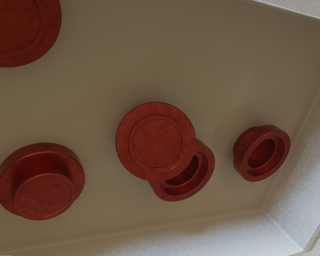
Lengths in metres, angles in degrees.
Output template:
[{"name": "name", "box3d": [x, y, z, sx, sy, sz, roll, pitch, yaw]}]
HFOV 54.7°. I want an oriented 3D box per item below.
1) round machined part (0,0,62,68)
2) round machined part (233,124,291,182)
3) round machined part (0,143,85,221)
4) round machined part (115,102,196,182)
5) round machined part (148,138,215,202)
[{"name": "round machined part", "box3d": [-0.134, -0.098, 0.263, 0.099, 0.042, 0.097, -14, 124, -21]}, {"name": "round machined part", "box3d": [0.160, 0.037, 0.508, 0.099, 0.042, 0.097, -14, 124, -21]}, {"name": "round machined part", "box3d": [-0.137, 0.070, 0.366, 0.099, 0.042, 0.097, -14, 124, -21]}, {"name": "round machined part", "box3d": [-0.005, 0.017, 0.375, 0.099, 0.042, 0.097, 0, 93, -5]}, {"name": "round machined part", "box3d": [0.026, 0.055, 0.445, 0.099, 0.042, 0.097, -14, 124, -21]}]
